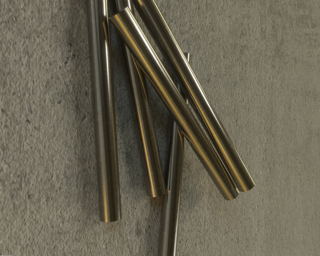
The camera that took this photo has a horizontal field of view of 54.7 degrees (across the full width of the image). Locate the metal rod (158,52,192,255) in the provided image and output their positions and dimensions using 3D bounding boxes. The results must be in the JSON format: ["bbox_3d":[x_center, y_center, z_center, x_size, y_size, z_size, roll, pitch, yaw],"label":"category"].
[{"bbox_3d":[0.020,0.046,0.423,0.025,0.025,0.298,8,85,-40],"label":"metal rod"}]

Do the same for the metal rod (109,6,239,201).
[{"bbox_3d":[0.031,-0.013,0.398,0.025,0.025,0.299,-49,120,-29],"label":"metal rod"}]

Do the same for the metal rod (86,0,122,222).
[{"bbox_3d":[-0.065,-0.044,0.351,0.025,0.025,0.298,-6,94,-40],"label":"metal rod"}]

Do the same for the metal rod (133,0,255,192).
[{"bbox_3d":[0.050,-0.039,0.412,0.025,0.025,0.299,-41,107,-33],"label":"metal rod"}]

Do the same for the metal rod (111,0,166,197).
[{"bbox_3d":[-0.030,-0.060,0.381,0.025,0.025,0.298,-17,101,-39],"label":"metal rod"}]
